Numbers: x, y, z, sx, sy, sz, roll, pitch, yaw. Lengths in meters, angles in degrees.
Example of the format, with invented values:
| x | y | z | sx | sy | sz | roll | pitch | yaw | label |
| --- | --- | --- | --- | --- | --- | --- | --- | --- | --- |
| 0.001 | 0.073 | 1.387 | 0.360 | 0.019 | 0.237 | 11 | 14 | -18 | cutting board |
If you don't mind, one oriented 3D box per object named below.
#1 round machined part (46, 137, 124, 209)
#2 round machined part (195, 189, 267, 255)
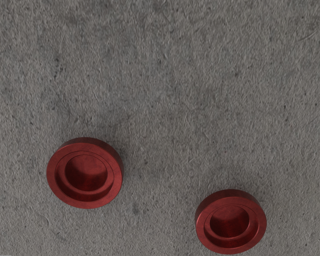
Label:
| x | y | z | sx | sy | sz | roll | pitch | yaw | label |
| --- | --- | --- | --- | --- | --- | --- | --- | --- | --- |
| -0.098 | 0.057 | 0.421 | 0.099 | 0.042 | 0.097 | 0 | 110 | 0 | round machined part |
| 0.099 | 0.130 | 0.449 | 0.099 | 0.042 | 0.097 | 0 | 110 | 0 | round machined part |
